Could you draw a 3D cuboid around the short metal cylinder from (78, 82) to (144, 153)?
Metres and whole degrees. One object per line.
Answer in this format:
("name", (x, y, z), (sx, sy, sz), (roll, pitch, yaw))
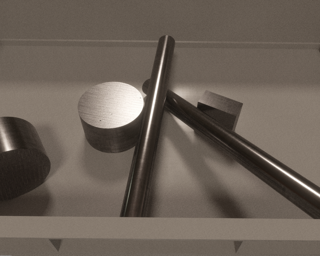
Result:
("short metal cylinder", (-0.061, -0.014, 0.400), (0.081, 0.050, 0.080), (0, 50, 0))

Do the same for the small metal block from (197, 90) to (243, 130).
("small metal block", (0.075, -0.015, 0.402), (0.050, 0.050, 0.025), (23, 52, 17))

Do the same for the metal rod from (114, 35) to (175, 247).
("metal rod", (-0.009, -0.012, 0.373), (0.025, 0.025, 0.300), (6, 52, 4))

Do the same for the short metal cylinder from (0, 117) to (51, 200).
("short metal cylinder", (-0.168, 0.034, 0.339), (0.081, 0.080, 0.050), (-24, 55, -19))

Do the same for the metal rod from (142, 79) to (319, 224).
("metal rod", (0.065, 0.007, 0.351), (0.025, 0.025, 0.300), (-27, 40, -21))
